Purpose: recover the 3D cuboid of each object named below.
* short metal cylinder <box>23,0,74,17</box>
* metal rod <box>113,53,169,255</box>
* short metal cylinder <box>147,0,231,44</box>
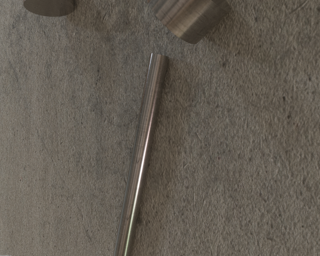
[{"bbox_3d":[-0.189,-0.229,0.525,0.080,0.081,0.050,-7,86,40],"label":"short metal cylinder"},{"bbox_3d":[-0.029,0.049,0.428,0.025,0.025,0.298,18,102,38],"label":"metal rod"},{"bbox_3d":[0.032,-0.141,0.343,0.050,0.081,0.080,-41,66,32],"label":"short metal cylinder"}]
